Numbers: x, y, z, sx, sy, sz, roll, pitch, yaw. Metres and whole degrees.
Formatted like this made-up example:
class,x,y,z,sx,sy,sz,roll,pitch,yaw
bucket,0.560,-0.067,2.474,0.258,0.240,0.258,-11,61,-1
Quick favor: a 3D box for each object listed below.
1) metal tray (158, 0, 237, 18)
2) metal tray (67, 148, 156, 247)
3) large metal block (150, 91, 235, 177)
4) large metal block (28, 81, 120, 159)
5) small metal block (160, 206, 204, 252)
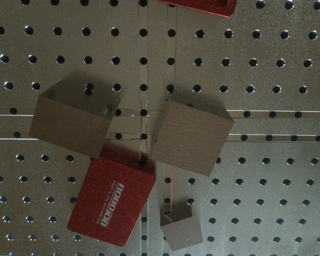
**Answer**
class,x,y,z,sx,sy,sz,roll,pitch,yaw
metal tray,0.052,-0.197,0.338,0.091,0.030,0.129,12,110,-5
metal tray,-0.070,0.102,0.448,0.090,0.030,0.129,21,109,-8
large metal block,0.038,0.007,0.403,0.080,0.050,0.079,18,109,-7
large metal block,-0.100,-0.013,0.378,0.080,0.080,0.050,20,109,-7
small metal block,0.033,0.153,0.470,0.050,0.025,0.050,-20,109,7
